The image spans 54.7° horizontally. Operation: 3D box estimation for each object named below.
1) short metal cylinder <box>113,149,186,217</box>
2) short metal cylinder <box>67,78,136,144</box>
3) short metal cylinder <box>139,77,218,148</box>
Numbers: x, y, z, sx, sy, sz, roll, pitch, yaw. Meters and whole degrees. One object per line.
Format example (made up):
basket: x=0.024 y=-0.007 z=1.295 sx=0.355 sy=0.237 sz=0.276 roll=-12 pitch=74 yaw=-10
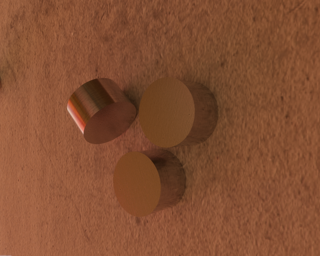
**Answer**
short metal cylinder: x=-0.014 y=0.068 z=0.398 sx=0.080 sy=0.050 sz=0.079 roll=0 pitch=90 yaw=39
short metal cylinder: x=-0.081 y=-0.023 z=0.433 sx=0.050 sy=0.081 sz=0.080 roll=51 pitch=120 yaw=27
short metal cylinder: x=0.022 y=-0.018 z=0.369 sx=0.080 sy=0.050 sz=0.079 roll=0 pitch=90 yaw=39
